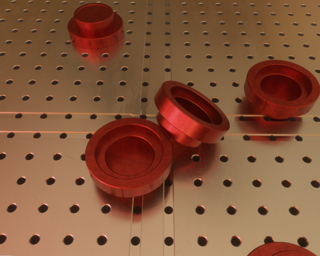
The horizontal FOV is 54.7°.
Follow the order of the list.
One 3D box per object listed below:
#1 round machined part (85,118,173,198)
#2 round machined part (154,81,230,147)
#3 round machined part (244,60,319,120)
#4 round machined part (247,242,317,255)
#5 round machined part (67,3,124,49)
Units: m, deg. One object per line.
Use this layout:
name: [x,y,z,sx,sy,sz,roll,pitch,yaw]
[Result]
round machined part: [-0.034,0.038,0.364,0.099,0.042,0.098,0,50,0]
round machined part: [0.035,-0.014,0.389,0.098,0.042,0.098,27,27,-15]
round machined part: [0.169,-0.050,0.441,0.099,0.042,0.098,0,50,0]
round machined part: [0.117,0.149,0.273,0.099,0.042,0.098,0,50,0]
round machined part: [-0.115,-0.187,0.553,0.099,0.042,0.098,0,50,0]
